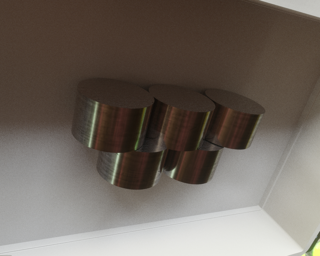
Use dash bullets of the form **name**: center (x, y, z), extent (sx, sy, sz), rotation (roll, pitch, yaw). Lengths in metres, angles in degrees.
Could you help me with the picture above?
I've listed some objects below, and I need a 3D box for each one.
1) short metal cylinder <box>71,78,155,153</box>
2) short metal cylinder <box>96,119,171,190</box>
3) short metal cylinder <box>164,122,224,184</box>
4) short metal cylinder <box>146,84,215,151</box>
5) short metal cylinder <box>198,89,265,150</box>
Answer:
- **short metal cylinder**: center (-0.051, -0.016, 0.333), extent (0.081, 0.080, 0.050), rotation (1, 118, -29)
- **short metal cylinder**: center (-0.032, 0.029, 0.371), extent (0.081, 0.080, 0.050), rotation (1, 118, -29)
- **short metal cylinder**: center (0.040, 0.030, 0.411), extent (0.081, 0.080, 0.050), rotation (1, 118, -29)
- **short metal cylinder**: center (0.020, -0.014, 0.373), extent (0.081, 0.080, 0.050), rotation (1, 118, -29)
- **short metal cylinder**: center (0.091, -0.013, 0.412), extent (0.081, 0.080, 0.050), rotation (2, 118, -29)
